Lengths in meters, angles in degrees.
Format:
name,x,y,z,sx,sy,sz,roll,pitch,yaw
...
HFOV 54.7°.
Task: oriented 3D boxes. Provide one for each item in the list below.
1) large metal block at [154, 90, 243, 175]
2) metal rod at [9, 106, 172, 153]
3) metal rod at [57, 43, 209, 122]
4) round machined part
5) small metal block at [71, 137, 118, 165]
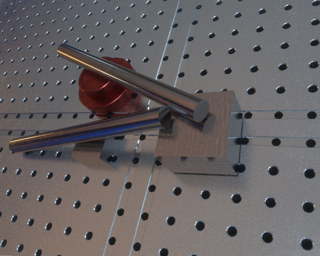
name,x,y,z,sx,sy,sz,roll,pitch,yaw
large metal block,0.047,0.006,0.359,0.080,0.050,0.080,-2,61,27
metal rod,-0.116,0.009,0.426,0.300,0.025,0.025,-10,57,35
metal rod,-0.058,-0.073,0.420,0.300,0.025,0.025,29,77,40
round machined part,-0.087,-0.073,0.485,0.098,0.042,0.098,-13,56,20
small metal block,-0.092,0.024,0.440,0.050,0.025,0.050,0,62,27
